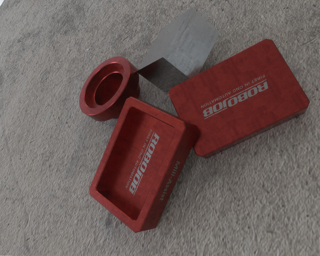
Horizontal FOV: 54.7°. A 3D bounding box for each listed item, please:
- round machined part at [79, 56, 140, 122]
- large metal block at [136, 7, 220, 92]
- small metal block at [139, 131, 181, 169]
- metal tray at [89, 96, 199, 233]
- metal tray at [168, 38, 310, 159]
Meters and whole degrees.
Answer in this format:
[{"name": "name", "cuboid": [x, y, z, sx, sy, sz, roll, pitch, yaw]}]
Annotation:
[{"name": "round machined part", "cuboid": [-0.068, -0.053, 0.454, 0.098, 0.042, 0.098, -20, 52, 29]}, {"name": "large metal block", "cuboid": [0.022, -0.101, 0.416, 0.080, 0.050, 0.080, -6, 52, 63]}, {"name": "small metal block", "cuboid": [-0.007, 0.018, 0.397, 0.050, 0.025, 0.050, -46, 51, -4]}, {"name": "metal tray", "cuboid": [-0.022, 0.039, 0.356, 0.090, 0.030, 0.129, 28, 98, 34]}, {"name": "metal tray", "cuboid": [0.086, -0.032, 0.356, 0.130, 0.030, 0.090, -27, 73, 11]}]
